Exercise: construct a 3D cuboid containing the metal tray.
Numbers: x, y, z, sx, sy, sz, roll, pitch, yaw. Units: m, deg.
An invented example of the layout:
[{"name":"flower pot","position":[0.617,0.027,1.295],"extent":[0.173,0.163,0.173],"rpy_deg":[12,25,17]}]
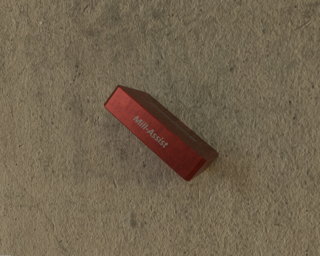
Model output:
[{"name":"metal tray","position":[0.005,0.003,0.373],"extent":[0.130,0.090,0.030],"rpy_deg":[41,103,15]}]
